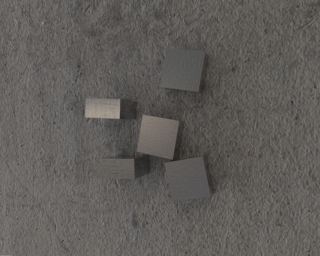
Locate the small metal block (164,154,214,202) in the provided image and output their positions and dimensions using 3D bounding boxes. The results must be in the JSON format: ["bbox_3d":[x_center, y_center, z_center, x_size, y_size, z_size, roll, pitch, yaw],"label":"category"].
[{"bbox_3d":[0.038,0.064,0.396,0.050,0.025,0.050,-12,86,19],"label":"small metal block"}]

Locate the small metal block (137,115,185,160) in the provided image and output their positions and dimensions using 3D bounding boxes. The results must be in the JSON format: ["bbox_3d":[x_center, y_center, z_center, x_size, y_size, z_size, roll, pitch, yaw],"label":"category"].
[{"bbox_3d":[0.001,0.011,0.409,0.050,0.025,0.050,10,94,19],"label":"small metal block"}]

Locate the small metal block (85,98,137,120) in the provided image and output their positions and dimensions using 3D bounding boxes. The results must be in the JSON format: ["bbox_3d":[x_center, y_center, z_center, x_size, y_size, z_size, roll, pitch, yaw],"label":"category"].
[{"bbox_3d":[-0.065,-0.025,0.419,0.050,0.050,0.025,3,91,20],"label":"small metal block"}]

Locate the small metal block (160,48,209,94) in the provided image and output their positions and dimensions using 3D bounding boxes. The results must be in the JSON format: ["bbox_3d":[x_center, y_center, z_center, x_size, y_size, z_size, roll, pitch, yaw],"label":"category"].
[{"bbox_3d":[0.032,-0.073,0.398,0.050,0.025,0.050,10,93,19],"label":"small metal block"}]

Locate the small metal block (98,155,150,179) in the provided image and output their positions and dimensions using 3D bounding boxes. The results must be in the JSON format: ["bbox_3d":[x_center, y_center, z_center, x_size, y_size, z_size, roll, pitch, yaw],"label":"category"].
[{"bbox_3d":[-0.046,0.051,0.412,0.050,0.050,0.025,-2,90,20],"label":"small metal block"}]
